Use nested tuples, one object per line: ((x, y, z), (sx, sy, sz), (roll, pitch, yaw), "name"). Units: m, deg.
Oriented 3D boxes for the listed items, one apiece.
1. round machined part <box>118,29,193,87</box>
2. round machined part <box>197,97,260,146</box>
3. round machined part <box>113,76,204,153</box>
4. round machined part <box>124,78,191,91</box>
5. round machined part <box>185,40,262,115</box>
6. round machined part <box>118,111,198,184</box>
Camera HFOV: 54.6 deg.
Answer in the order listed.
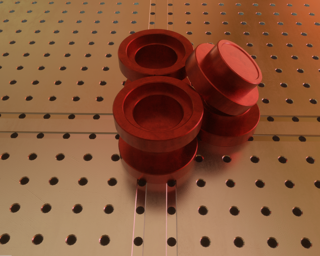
((-0.005, -0.087, 0.415), (0.099, 0.042, 0.098), (0, 50, 0), "round machined part")
((0.086, -0.026, 0.420), (0.099, 0.042, 0.098), (0, 50, 0), "round machined part")
((-0.002, -0.011, 0.351), (0.099, 0.042, 0.098), (0, 50, 0), "round machined part")
((-0.003, -0.059, 0.448), (0.099, 0.042, 0.098), (0, 50, 0), "round machined part")
((0.082, -0.066, 0.371), (0.099, 0.042, 0.098), (22, 45, -24), "round machined part")
((-0.003, 0.016, 0.384), (0.099, 0.042, 0.098), (0, 50, 0), "round machined part")
